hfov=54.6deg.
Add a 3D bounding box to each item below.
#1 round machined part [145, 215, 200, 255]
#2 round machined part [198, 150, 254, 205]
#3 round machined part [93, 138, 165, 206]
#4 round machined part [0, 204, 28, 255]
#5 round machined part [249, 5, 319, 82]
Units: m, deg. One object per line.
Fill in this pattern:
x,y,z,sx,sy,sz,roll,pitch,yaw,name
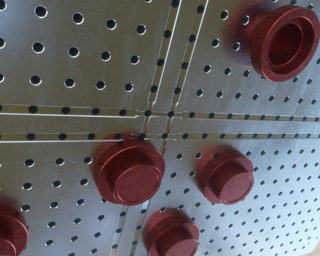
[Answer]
0.027,0.203,0.539,0.099,0.042,0.097,-14,124,-21,round machined part
0.117,0.089,0.518,0.099,0.042,0.097,-14,124,-21,round machined part
-0.037,0.066,0.420,0.099,0.042,0.097,-14,124,-21,round machined part
-0.212,0.141,0.371,0.099,0.042,0.097,-14,124,-21,round machined part
0.161,-0.115,0.416,0.099,0.042,0.097,-14,124,-21,round machined part
